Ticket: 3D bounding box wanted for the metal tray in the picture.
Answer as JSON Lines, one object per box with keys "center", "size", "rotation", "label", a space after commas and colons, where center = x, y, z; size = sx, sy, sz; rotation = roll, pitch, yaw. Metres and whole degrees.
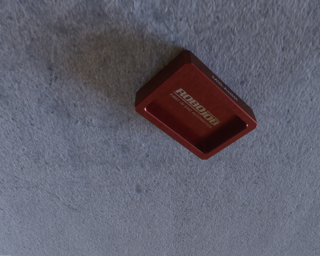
{"center": [0.045, -0.022, 0.385], "size": [0.130, 0.030, 0.090], "rotation": [36, 121, -27], "label": "metal tray"}
